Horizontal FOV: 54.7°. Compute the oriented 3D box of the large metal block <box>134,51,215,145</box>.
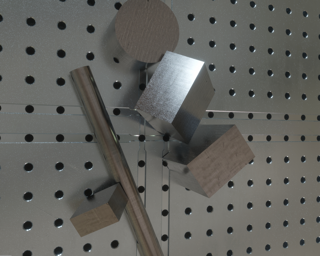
[{"bbox_3d":[0.023,-0.035,0.386,0.050,0.080,0.080,24,79,25],"label":"large metal block"}]

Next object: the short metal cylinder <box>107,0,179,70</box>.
[{"bbox_3d":[-0.023,-0.118,0.392,0.081,0.050,0.079,0,90,-20],"label":"short metal cylinder"}]

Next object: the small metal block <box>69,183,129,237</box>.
[{"bbox_3d":[-0.070,0.095,0.365,0.050,0.050,0.025,-26,100,12],"label":"small metal block"}]

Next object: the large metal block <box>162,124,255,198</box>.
[{"bbox_3d":[0.061,0.039,0.407,0.080,0.080,0.050,-38,103,-16],"label":"large metal block"}]

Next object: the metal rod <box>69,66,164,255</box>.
[{"bbox_3d":[-0.046,0.067,0.396,0.025,0.025,0.298,-23,98,-19],"label":"metal rod"}]
